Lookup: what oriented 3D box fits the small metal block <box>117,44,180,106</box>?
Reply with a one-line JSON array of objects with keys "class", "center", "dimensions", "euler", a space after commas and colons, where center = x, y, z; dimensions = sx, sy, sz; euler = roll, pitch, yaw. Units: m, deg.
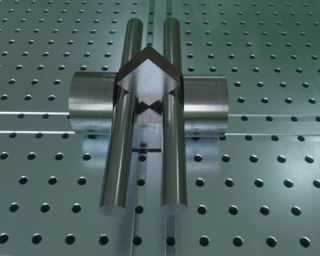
[{"class": "small metal block", "center": [-0.013, -0.059, 0.354], "dimensions": [0.050, 0.050, 0.025], "euler": [-31, 41, 33]}]

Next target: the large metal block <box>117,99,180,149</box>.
[{"class": "large metal block", "center": [-0.013, -0.020, 0.403], "dimensions": [0.081, 0.050, 0.080], "euler": [1, 50, 0]}]

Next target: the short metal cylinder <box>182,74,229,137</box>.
[{"class": "short metal cylinder", "center": [0.053, -0.028, 0.391], "dimensions": [0.050, 0.080, 0.080], "euler": [0, 50, 1]}]

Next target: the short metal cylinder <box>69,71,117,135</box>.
[{"class": "short metal cylinder", "center": [-0.078, -0.031, 0.393], "dimensions": [0.050, 0.080, 0.080], "euler": [1, 50, 1]}]

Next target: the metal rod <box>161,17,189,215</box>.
[{"class": "metal rod", "center": [0.015, -0.042, 0.374], "dimensions": [0.025, 0.025, 0.300], "euler": [1, 50, 0]}]

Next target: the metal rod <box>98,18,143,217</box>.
[{"class": "metal rod", "center": [-0.040, -0.041, 0.372], "dimensions": [0.025, 0.025, 0.300], "euler": [1, 50, 0]}]
